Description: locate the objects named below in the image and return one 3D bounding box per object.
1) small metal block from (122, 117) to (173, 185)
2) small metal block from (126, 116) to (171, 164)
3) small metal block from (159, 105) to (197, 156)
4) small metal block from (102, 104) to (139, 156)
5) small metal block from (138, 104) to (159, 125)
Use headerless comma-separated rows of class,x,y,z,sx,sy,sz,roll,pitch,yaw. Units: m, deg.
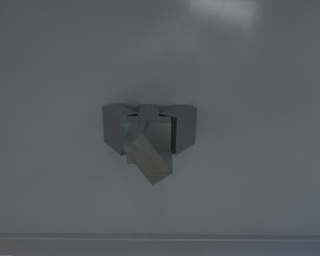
small metal block,-0.012,0.023,0.324,0.025,0.050,0.050,-33,107,12
small metal block,-0.013,0.014,0.360,0.050,0.025,0.050,1,110,-1
small metal block,0.023,0.002,0.394,0.025,0.050,0.050,14,114,32
small metal block,-0.050,0.001,0.393,0.025,0.050,0.050,-12,114,-32
small metal block,-0.014,0.001,0.396,0.025,0.050,0.050,1,110,0
